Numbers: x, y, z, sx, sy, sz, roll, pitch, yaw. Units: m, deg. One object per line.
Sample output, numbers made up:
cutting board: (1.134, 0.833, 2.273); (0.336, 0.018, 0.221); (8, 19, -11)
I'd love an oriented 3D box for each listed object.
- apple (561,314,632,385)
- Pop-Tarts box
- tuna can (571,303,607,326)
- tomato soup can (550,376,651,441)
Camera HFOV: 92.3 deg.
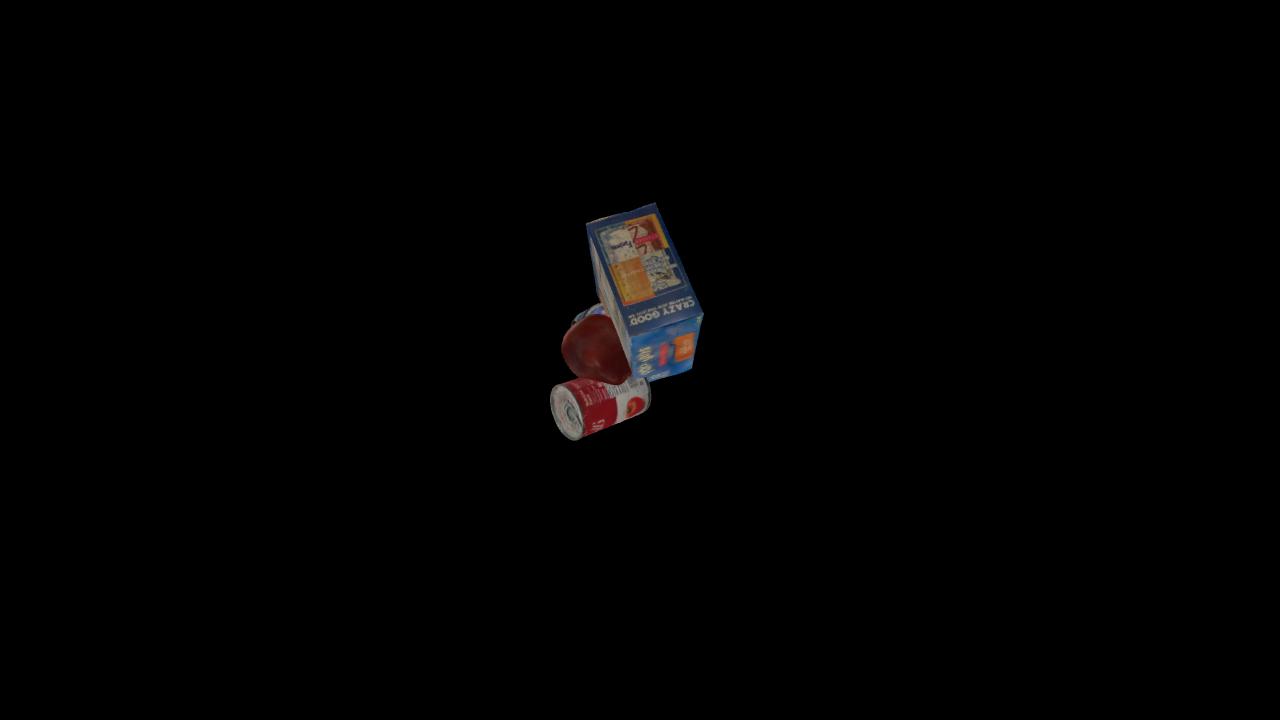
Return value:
apple: (-0.047, -0.010, 0.711); (0.093, 0.079, 0.079); (44, -2, 2)
Pop-Tarts box: (0.004, -0.066, 0.699); (0.083, 0.141, 0.167); (-19, -19, -6)
tuna can: (-0.045, -0.026, 0.760); (0.084, 0.084, 0.034); (0, -15, -44)
tomato soup can: (-0.045, 0.046, 0.722); (0.101, 0.068, 0.068); (-19, 12, -36)
